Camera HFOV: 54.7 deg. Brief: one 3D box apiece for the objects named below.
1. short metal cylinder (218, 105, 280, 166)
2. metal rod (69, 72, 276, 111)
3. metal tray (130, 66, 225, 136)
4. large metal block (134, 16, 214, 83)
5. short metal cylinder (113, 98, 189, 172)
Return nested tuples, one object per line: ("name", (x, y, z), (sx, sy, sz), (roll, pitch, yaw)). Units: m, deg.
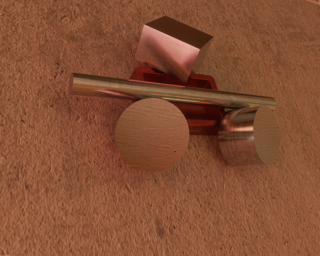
("short metal cylinder", (0.124, 0.012, 0.428), (0.081, 0.050, 0.080), (8, 79, -47))
("metal rod", (0.036, -0.043, 0.412), (0.302, 0.025, 0.025), (3, 61, -27))
("metal tray", (0.027, -0.036, 0.439), (0.131, 0.030, 0.090), (2, 61, -27))
("large metal block", (0.022, -0.116, 0.444), (0.080, 0.050, 0.080), (27, 34, 8))
("short metal cylinder", (-0.012, 0.006, 0.355), (0.081, 0.050, 0.079), (-1, 93, -11))
